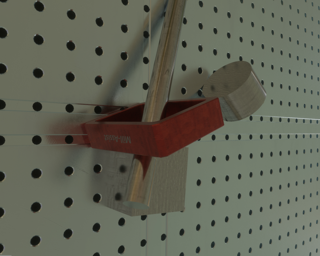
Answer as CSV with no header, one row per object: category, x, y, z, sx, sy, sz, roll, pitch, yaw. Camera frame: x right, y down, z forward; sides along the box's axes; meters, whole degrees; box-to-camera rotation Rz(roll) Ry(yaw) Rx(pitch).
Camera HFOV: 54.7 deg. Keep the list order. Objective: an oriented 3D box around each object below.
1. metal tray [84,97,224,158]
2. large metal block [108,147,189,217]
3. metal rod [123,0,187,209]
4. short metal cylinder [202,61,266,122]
metal tray,-0.010,-0.004,0.334,0.091,0.130,0.030,-25,107,-38
large metal block,-0.013,0.060,0.384,0.081,0.050,0.080,7,86,-40
metal rod,0.002,-0.056,0.362,0.025,0.025,0.300,34,54,-35
short metal cylinder,0.112,-0.056,0.470,0.050,0.080,0.080,49,61,-30
